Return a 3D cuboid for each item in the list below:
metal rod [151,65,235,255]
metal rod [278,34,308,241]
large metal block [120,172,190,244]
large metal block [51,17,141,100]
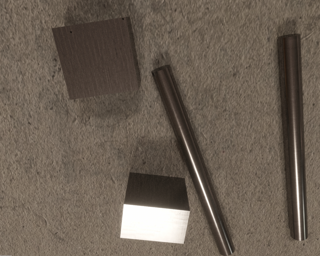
[{"bbox_3d":[0.052,0.058,0.431,0.025,0.025,0.298,-19,109,6],"label":"metal rod"},{"bbox_3d":[0.183,0.026,0.422,0.025,0.025,0.298,-11,110,3],"label":"metal rod"},{"bbox_3d":[-0.007,0.105,0.419,0.081,0.080,0.050,7,110,-3],"label":"large metal block"},{"bbox_3d":[-0.070,-0.083,0.365,0.080,0.050,0.079,-8,110,2],"label":"large metal block"}]
